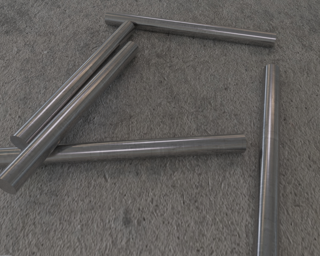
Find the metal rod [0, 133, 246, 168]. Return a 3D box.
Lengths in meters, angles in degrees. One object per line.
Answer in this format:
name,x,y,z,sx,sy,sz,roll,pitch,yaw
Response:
metal rod,-0.047,0.027,0.379,0.302,0.025,0.025,-3,50,-3

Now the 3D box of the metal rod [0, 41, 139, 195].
metal rod,-0.100,-0.037,0.411,0.025,0.025,0.301,17,45,13

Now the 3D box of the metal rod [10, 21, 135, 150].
metal rod,-0.108,-0.081,0.453,0.025,0.025,0.301,16,47,13

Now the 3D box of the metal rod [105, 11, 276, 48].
metal rod,0.049,-0.177,0.551,0.301,0.025,0.025,10,51,8

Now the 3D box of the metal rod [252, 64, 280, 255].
metal rod,0.135,0.022,0.384,0.025,0.025,0.300,11,51,9
